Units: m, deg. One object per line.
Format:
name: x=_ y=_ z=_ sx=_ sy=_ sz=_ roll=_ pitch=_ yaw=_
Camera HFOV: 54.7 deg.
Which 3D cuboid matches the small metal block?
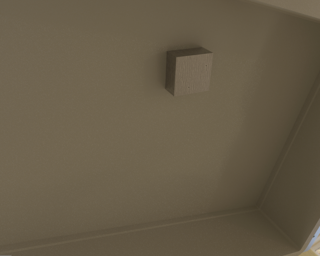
small metal block: x=0.036 y=-0.071 z=0.386 sx=0.050 sy=0.025 sz=0.050 roll=-12 pitch=124 yaw=-22
